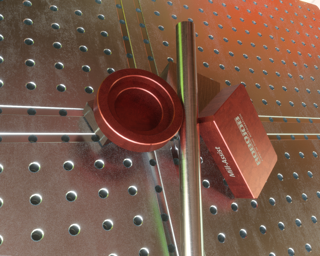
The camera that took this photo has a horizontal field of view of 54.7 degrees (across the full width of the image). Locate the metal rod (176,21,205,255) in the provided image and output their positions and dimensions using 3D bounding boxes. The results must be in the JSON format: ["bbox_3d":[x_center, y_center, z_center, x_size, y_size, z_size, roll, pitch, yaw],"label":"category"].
[{"bbox_3d":[0.034,0.015,0.362,0.025,0.025,0.299,6,75,-25],"label":"metal rod"}]

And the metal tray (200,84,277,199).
[{"bbox_3d":[0.106,0.018,0.414,0.090,0.030,0.130,-45,113,-38],"label":"metal tray"}]

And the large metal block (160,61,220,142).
[{"bbox_3d":[0.034,-0.033,0.427,0.080,0.050,0.080,21,54,-16],"label":"large metal block"}]

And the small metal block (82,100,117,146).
[{"bbox_3d":[-0.058,-0.013,0.381,0.050,0.025,0.050,-25,75,-37],"label":"small metal block"}]

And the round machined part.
[{"bbox_3d":[-0.027,-0.016,0.353,0.099,0.042,0.098,11,58,-19],"label":"round machined part"}]
